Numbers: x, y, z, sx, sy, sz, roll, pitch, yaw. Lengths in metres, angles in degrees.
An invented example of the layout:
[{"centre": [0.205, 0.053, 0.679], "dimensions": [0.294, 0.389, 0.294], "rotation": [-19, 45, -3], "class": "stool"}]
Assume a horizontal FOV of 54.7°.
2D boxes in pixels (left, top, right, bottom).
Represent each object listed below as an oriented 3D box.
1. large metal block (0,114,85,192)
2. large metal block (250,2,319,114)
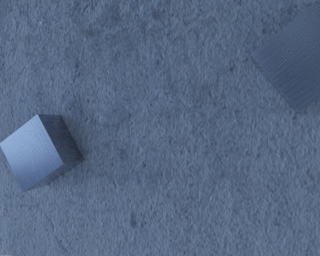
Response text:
[{"centre": [-0.172, 0.035, 0.455], "dimensions": [0.080, 0.050, 0.080], "rotation": [-34, 79, 16], "class": "large metal block"}, {"centre": [0.159, -0.072, 0.340], "dimensions": [0.080, 0.050, 0.080], "rotation": [-40, 78, 15], "class": "large metal block"}]
